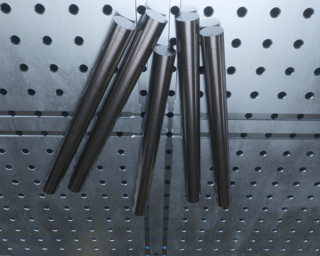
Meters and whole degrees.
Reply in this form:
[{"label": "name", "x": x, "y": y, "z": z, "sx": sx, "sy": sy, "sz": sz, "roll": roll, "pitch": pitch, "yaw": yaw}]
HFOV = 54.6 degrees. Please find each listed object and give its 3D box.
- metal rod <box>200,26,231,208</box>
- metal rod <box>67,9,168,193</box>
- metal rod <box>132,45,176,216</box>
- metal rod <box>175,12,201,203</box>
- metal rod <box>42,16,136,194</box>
[{"label": "metal rod", "x": 0.080, "y": 0.010, "z": 0.420, "sx": 0.025, "sy": 0.025, "sz": 0.299, "roll": -8, "pitch": 130, "yaw": 6}, {"label": "metal rod", "x": -0.068, "y": -0.011, "z": 0.402, "sx": 0.025, "sy": 0.025, "sz": 0.298, "roll": 20, "pitch": 127, "yaw": -16}, {"label": "metal rod", "x": -0.015, "y": 0.028, "z": 0.435, "sx": 0.025, "sy": 0.025, "sz": 0.298, "roll": 6, "pitch": 130, "yaw": -5}, {"label": "metal rod", "x": 0.041, "y": 0.000, "z": 0.412, "sx": 0.025, "sy": 0.025, "sz": 0.298, "roll": -4, "pitch": 130, "yaw": 3}, {"label": "metal rod", "x": -0.105, "y": -0.007, "z": 0.404, "sx": 0.025, "sy": 0.025, "sz": 0.298, "roll": 22, "pitch": 127, "yaw": -17}]
